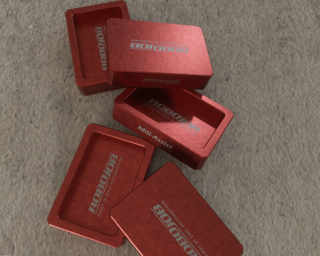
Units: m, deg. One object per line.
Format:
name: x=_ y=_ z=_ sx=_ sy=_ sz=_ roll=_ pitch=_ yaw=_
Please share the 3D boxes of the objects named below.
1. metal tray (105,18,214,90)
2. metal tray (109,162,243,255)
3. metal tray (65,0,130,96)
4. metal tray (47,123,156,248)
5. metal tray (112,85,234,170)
metal tray: x=-0.003 y=-0.097 z=0.407 sx=0.131 sy=0.030 sz=0.090 roll=1 pitch=59 yaw=-15
metal tray: x=0.018 y=0.115 z=0.344 sx=0.090 sy=0.030 sz=0.130 roll=-38 pitch=87 yaw=-20
metal tray: x=-0.081 y=-0.117 z=0.447 sx=0.091 sy=0.030 sz=0.130 roll=-12 pitch=71 yaw=-5
metal tray: x=-0.067 y=0.068 z=0.379 sx=0.090 sy=0.030 sz=0.130 roll=17 pitch=71 yaw=5
metal tray: x=0.017 y=-0.016 z=0.395 sx=0.130 sy=0.030 sz=0.090 roll=32 pitch=51 yaw=10
